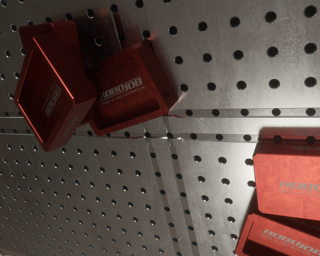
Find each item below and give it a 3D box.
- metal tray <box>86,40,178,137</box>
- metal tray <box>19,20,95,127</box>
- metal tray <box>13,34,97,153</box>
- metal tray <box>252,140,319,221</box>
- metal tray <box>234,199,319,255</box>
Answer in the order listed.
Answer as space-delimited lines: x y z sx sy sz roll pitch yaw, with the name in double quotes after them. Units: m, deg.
-0.053 -0.047 0.405 0.130 0.030 0.090 -17 110 34 "metal tray"
-0.135 -0.070 0.408 0.090 0.030 0.129 12 118 41 "metal tray"
-0.132 -0.037 0.375 0.090 0.030 0.129 55 138 8 "metal tray"
0.178 0.061 0.352 0.130 0.030 0.089 1 119 27 "metal tray"
0.175 0.156 0.411 0.130 0.030 0.089 18 125 17 "metal tray"
